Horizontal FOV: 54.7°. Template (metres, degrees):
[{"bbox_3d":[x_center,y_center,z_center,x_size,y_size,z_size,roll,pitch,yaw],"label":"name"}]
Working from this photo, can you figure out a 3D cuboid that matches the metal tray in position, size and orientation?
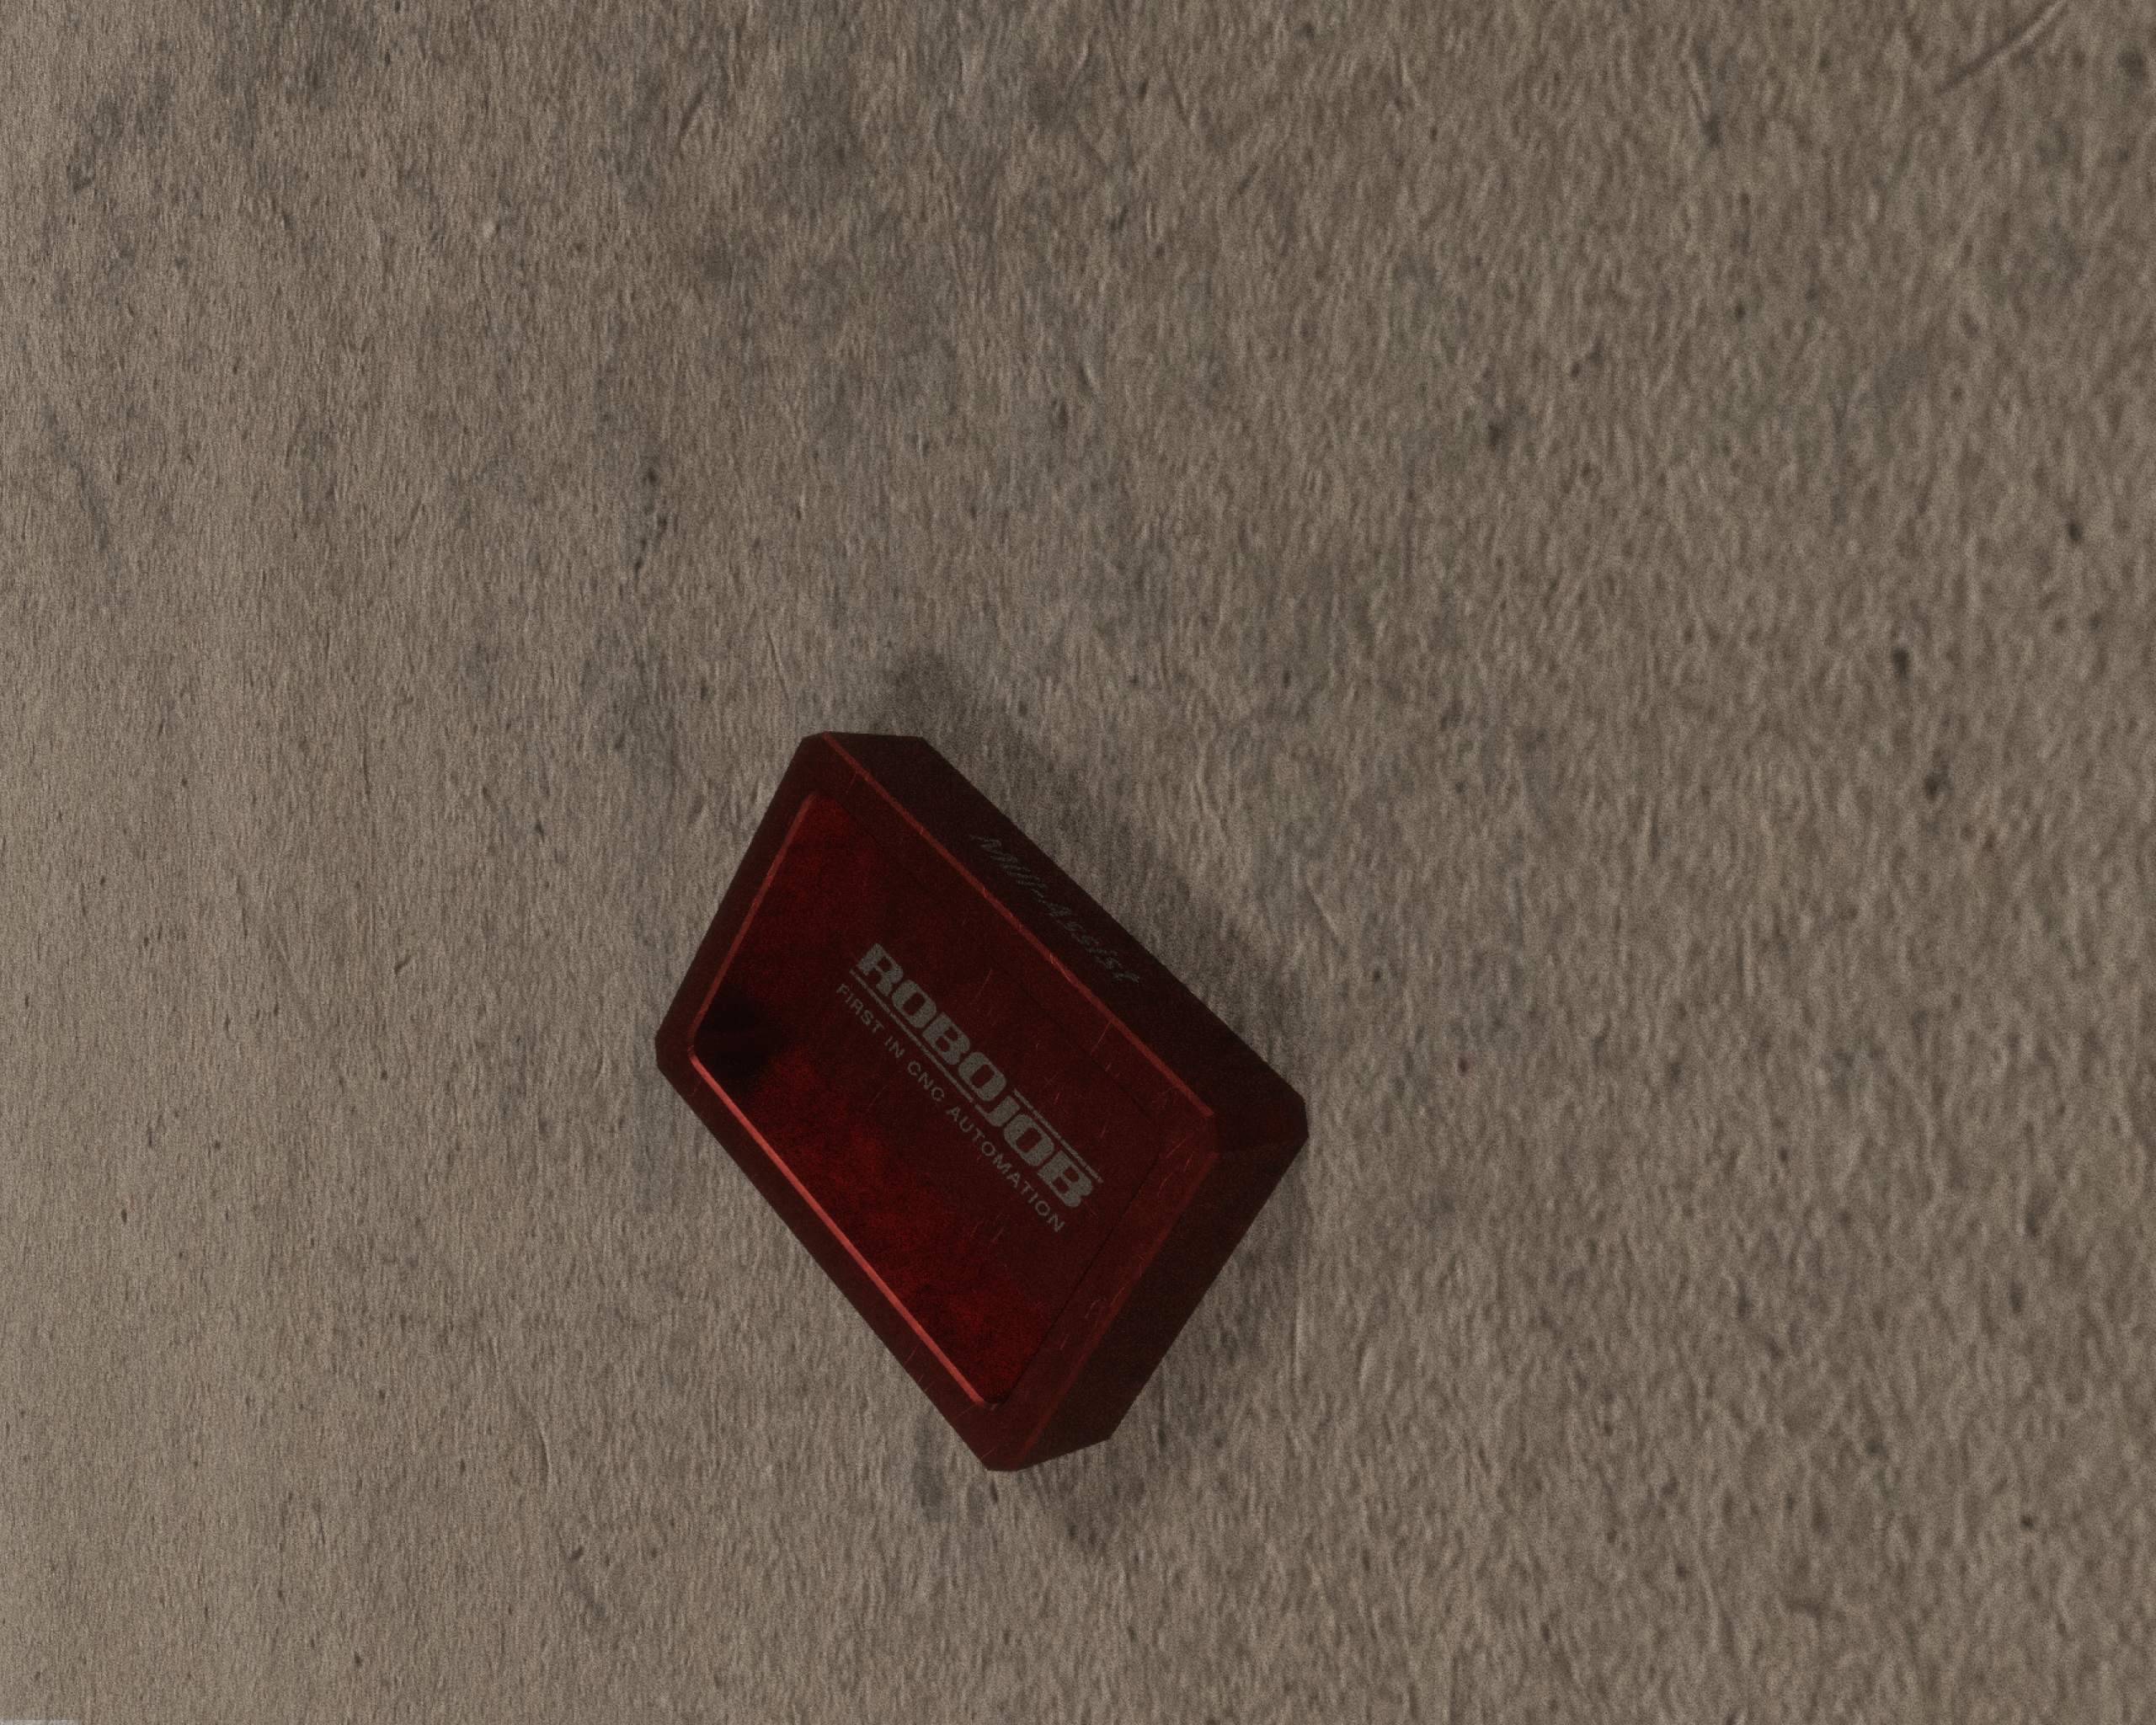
[{"bbox_3d":[-0.025,0.044,0.422,0.130,0.030,0.089,43,116,31],"label":"metal tray"}]
